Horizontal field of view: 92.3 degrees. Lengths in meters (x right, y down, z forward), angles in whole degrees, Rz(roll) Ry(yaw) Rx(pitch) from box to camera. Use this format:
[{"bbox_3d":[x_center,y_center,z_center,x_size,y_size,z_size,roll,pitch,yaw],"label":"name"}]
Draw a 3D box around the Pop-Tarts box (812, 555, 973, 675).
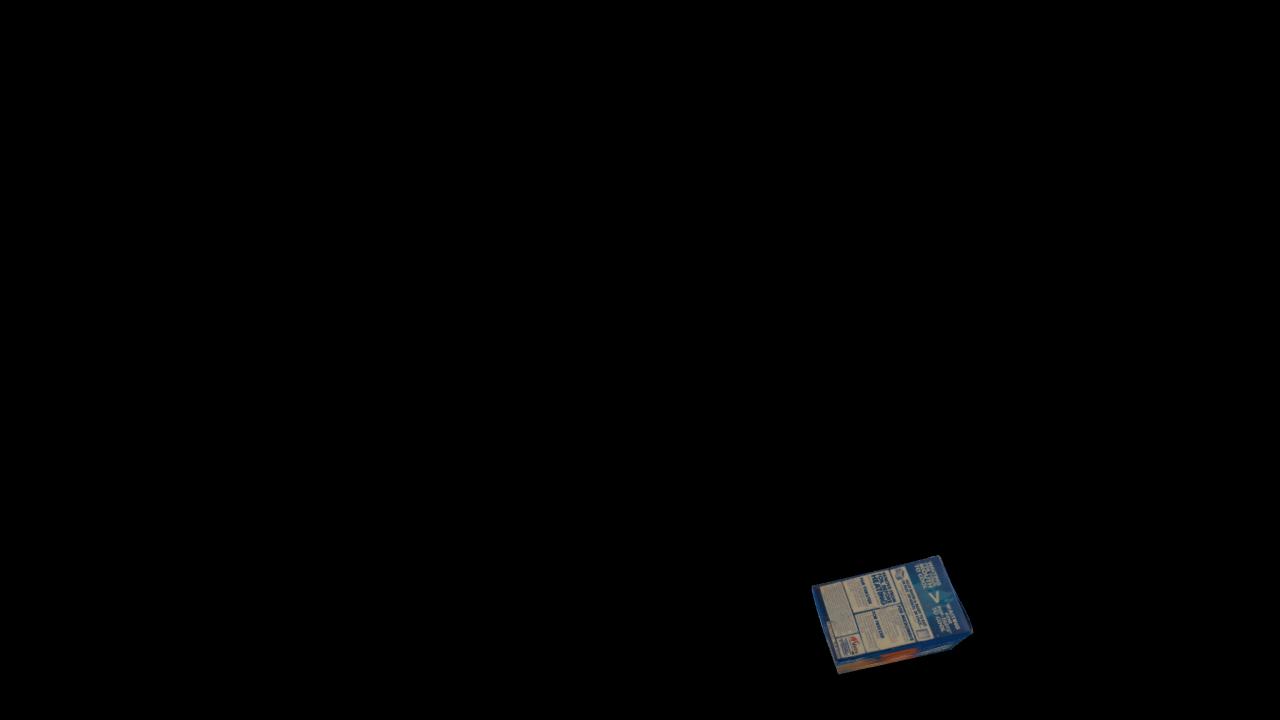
[{"bbox_3d":[0.280,0.297,0.703,0.141,0.083,0.167,-18,-33,8],"label":"Pop-Tarts box"}]
